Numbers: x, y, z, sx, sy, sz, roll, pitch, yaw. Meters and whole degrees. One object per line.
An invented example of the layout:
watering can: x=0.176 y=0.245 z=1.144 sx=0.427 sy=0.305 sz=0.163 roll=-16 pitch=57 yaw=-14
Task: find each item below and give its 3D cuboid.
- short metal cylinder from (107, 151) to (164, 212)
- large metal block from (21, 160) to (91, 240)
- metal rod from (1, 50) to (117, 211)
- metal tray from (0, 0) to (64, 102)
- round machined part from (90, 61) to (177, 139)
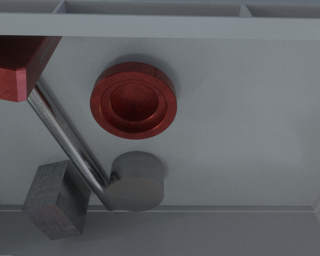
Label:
short metal cylinder: x=-0.035 y=0.080 z=0.460 sx=0.081 sy=0.050 sz=0.079 roll=0 pitch=130 yaw=0
large metal block: x=-0.149 y=0.107 z=0.462 sx=0.050 sy=0.080 sz=0.080 roll=-13 pitch=129 yaw=10
metal rod: x=-0.124 y=0.020 z=0.424 sx=0.025 sy=0.025 sz=0.299 roll=-14 pitch=129 yaw=11
metal tray: x=-0.145 y=-0.079 z=0.271 sx=0.091 sy=0.130 sz=0.030 roll=10 pitch=129 yaw=-9
round machined part: x=-0.030 y=-0.036 z=0.367 sx=0.099 sy=0.042 sz=0.097 roll=-1 pitch=130 yaw=0
